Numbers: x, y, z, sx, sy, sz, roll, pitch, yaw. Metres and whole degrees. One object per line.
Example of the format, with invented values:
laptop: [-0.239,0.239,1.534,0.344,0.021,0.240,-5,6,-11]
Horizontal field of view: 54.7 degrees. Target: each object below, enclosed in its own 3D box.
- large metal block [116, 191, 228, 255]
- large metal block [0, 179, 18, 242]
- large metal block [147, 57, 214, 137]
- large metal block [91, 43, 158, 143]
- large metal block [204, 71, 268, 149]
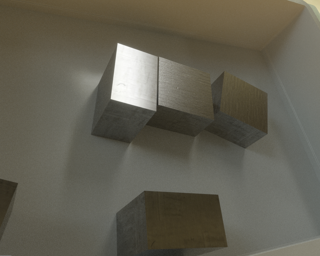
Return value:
large metal block: [0.007,0.102,0.313,0.081,0.080,0.050,9,58,-24]
large metal block: [-0.152,0.085,0.237,0.050,0.080,0.080,20,54,-17]
large metal block: [0.024,-0.042,0.430,0.081,0.050,0.080,14,56,-21]
large metal block: [-0.043,-0.039,0.372,0.050,0.080,0.080,14,56,-21]
large metal block: [0.114,-0.027,0.470,0.080,0.050,0.080,24,53,-14]
